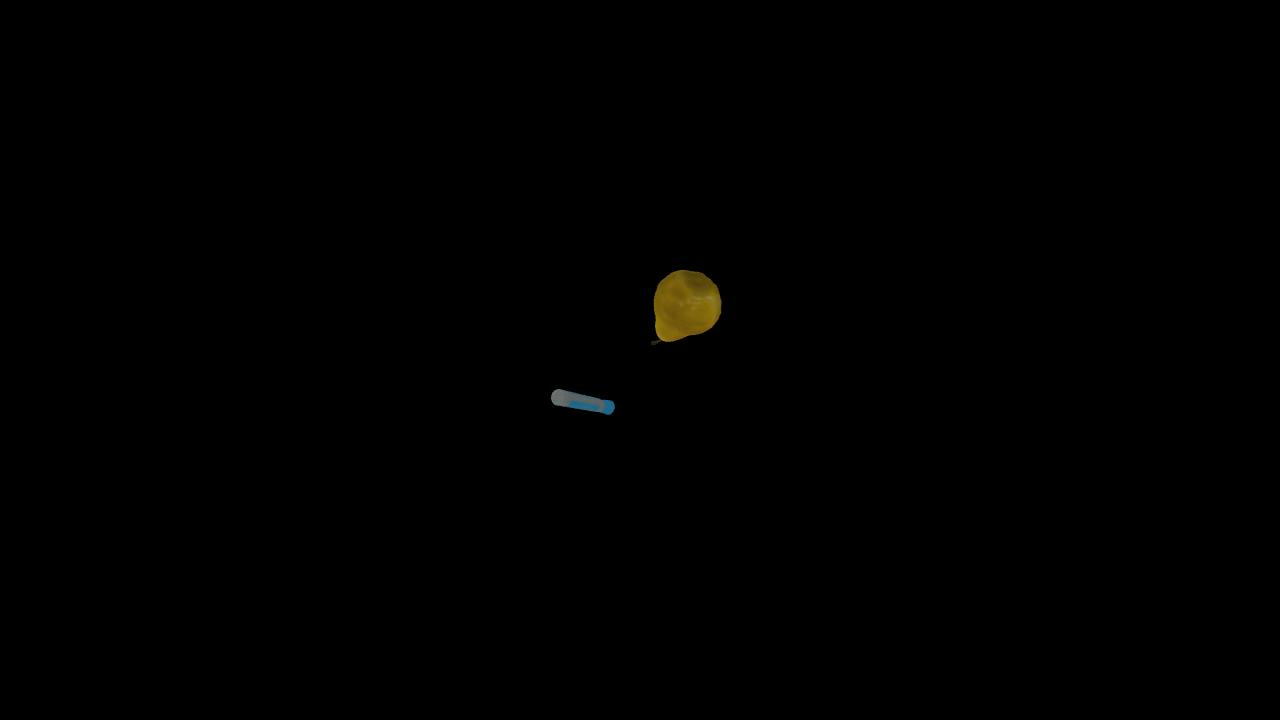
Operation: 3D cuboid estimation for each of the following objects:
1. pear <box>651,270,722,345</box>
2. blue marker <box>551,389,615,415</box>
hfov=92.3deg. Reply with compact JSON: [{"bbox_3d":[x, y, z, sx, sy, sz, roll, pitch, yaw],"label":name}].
[{"bbox_3d":[0.049,-0.050,0.727,0.080,0.080,0.111,0,-42,-20],"label":"pear"},{"bbox_3d":[-0.065,0.052,0.746,0.020,0.020,0.121,0,-10,28],"label":"blue marker"}]
